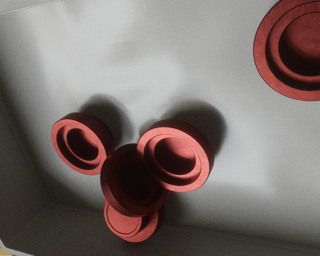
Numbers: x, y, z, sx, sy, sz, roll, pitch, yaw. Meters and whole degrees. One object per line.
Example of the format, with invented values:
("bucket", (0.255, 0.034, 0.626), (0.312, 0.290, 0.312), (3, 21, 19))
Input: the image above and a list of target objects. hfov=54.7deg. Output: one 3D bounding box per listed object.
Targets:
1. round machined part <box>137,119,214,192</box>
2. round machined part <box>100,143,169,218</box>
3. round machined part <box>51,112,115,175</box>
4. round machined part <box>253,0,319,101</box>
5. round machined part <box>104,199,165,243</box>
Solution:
("round machined part", (0.023, 0.031, 0.403), (0.098, 0.042, 0.097), (12, 122, 20))
("round machined part", (-0.038, 0.074, 0.426), (0.098, 0.098, 0.042), (49, 136, -7))
("round machined part", (-0.110, 0.020, 0.466), (0.098, 0.042, 0.097), (13, 124, 20))
("round machined part", (0.138, -0.077, 0.278), (0.098, 0.042, 0.097), (13, 124, 20))
("round machined part", (-0.046, 0.128, 0.475), (0.098, 0.042, 0.097), (1, 93, 27))
